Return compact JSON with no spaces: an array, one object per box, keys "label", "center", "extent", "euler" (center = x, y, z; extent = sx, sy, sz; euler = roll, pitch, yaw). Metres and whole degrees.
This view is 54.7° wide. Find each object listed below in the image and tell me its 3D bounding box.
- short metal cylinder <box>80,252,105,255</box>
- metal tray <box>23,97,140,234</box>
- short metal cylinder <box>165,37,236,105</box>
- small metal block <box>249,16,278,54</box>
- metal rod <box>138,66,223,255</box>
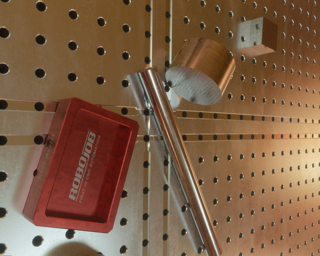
[{"label":"short metal cylinder","center":[-0.070,0.184,0.335],"extent":[0.081,0.050,0.079],"euler":[0,90,-40]},{"label":"metal tray","center":[-0.080,0.042,0.338],"extent":[0.090,0.030,0.130],"euler":[23,76,-38]},{"label":"short metal cylinder","center":[0.055,-0.075,0.419],"extent":[0.080,0.080,0.050],"euler":[42,64,-32]},{"label":"small metal block","center":[0.191,-0.169,0.569],"extent":[0.050,0.025,0.050],"euler":[8,85,-40]},{"label":"metal rod","center":[0.034,0.059,0.437],"extent":[0.025,0.025,0.298],"euler":[-33,111,-35]}]
